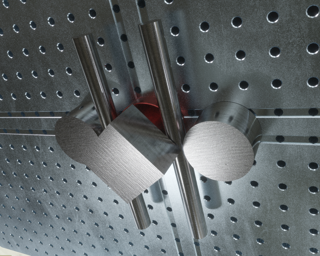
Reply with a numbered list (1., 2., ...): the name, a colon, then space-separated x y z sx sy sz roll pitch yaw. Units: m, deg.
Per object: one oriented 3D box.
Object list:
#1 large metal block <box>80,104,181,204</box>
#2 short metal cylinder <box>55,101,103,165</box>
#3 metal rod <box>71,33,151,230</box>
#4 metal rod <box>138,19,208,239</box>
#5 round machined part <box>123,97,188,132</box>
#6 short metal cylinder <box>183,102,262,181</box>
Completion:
1. large metal block: -0.036 0.032 0.373 0.080 0.050 0.080 44 129 -2
2. short metal cylinder: -0.105 0.007 0.455 0.080 0.050 0.079 13 124 21
3. metal rod: -0.060 0.022 0.429 0.025 0.025 0.298 0 119 28
4. metal rod: 0.023 0.021 0.385 0.025 0.025 0.298 0 119 28
5. round machined part: -0.014 0.011 0.415 0.098 0.042 0.097 13 124 21
6. short metal cylinder: 0.074 0.016 0.365 0.080 0.050 0.079 13 124 21
